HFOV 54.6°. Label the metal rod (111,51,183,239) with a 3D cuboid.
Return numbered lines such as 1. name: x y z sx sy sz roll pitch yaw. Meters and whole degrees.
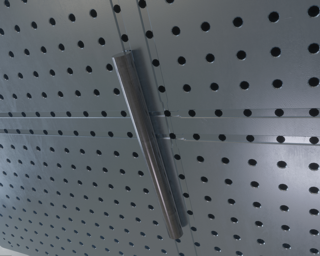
1. metal rod: -0.011 0.040 0.442 0.025 0.025 0.299 -1 118 29
